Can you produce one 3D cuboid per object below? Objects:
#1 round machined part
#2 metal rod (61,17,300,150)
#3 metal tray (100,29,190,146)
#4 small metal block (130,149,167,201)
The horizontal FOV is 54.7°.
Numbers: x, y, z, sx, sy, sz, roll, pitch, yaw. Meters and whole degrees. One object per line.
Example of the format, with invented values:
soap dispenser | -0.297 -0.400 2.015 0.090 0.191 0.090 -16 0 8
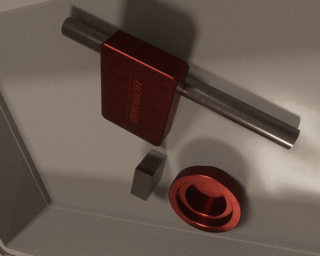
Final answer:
round machined part | 0.065 0.090 0.419 0.098 0.042 0.097 13 124 20
metal rod | 0.016 -0.057 0.363 0.301 0.025 0.025 28 128 9
metal tray | -0.024 -0.040 0.367 0.090 0.030 0.129 28 146 10
small metal block | -0.016 0.066 0.440 0.025 0.050 0.050 23 127 14
